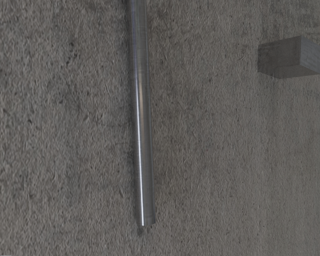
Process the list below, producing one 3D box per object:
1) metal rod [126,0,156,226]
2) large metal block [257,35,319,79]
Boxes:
[{"bbox_3d":[-0.024,-0.030,0.384,0.025,0.025,0.298,-4,93,-40],"label":"metal rod"},{"bbox_3d":[0.238,-0.126,0.568,0.081,0.080,0.050,6,86,-40],"label":"large metal block"}]
